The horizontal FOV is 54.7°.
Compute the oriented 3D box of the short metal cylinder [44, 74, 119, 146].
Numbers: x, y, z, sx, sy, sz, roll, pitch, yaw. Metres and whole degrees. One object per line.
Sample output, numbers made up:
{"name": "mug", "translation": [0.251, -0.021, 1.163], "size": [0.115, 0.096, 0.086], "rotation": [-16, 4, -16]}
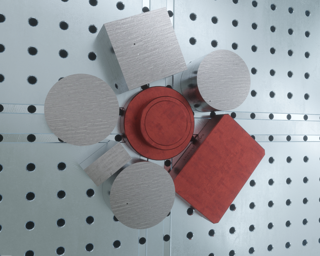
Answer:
{"name": "short metal cylinder", "translation": [-0.093, -0.020, 0.364], "size": [0.081, 0.050, 0.080], "rotation": [0, 90, -20]}

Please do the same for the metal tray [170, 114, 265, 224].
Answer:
{"name": "metal tray", "translation": [0.079, 0.055, 0.438], "size": [0.090, 0.030, 0.130], "rotation": [42, 76, -15]}

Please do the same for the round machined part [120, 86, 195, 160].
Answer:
{"name": "round machined part", "translation": [0.001, -0.006, 0.403], "size": [0.099, 0.042, 0.097], "rotation": [0, 90, -20]}

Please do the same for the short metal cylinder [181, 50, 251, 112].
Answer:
{"name": "short metal cylinder", "translation": [0.076, -0.062, 0.426], "size": [0.081, 0.050, 0.080], "rotation": [0, 90, -20]}

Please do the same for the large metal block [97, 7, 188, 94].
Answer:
{"name": "large metal block", "translation": [-0.023, -0.096, 0.391], "size": [0.081, 0.050, 0.080], "rotation": [-23, 98, -19]}

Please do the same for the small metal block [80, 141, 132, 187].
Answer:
{"name": "small metal block", "translation": [-0.067, 0.041, 0.374], "size": [0.050, 0.050, 0.025], "rotation": [-39, 103, -16]}

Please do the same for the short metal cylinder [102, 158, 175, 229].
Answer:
{"name": "short metal cylinder", "translation": [-0.028, 0.079, 0.389], "size": [0.081, 0.050, 0.080], "rotation": [0, 90, -20]}
